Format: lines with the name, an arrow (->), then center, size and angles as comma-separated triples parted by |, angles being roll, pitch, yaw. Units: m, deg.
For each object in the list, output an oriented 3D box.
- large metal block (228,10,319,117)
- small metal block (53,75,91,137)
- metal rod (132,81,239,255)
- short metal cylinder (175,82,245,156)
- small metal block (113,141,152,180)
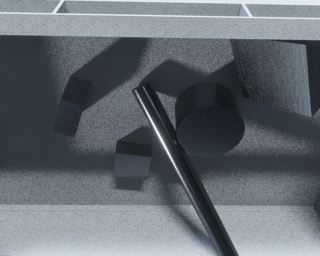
large metal block -> 0.124, -0.067, 0.309 | 0.050, 0.080, 0.080 | -42, 130, -19
small metal block -> -0.104, -0.026, 0.369 | 0.025, 0.050, 0.050 | 17, 128, -14
metal rod -> 0.044, 0.077, 0.409 | 0.025, 0.025, 0.299 | -23, 107, 17
short metal cylinder -> 0.060, -0.010, 0.385 | 0.081, 0.050, 0.079 | -1, 130, 0
small metal block -> -0.040, 0.048, 0.449 | 0.050, 0.025, 0.050 | 7, 130, -7
